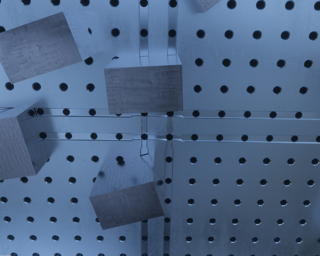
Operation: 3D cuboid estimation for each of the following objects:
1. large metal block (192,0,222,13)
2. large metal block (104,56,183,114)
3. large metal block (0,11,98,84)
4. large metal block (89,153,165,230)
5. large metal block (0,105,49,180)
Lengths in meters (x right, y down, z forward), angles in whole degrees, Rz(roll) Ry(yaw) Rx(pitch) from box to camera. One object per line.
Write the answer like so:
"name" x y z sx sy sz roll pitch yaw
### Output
"large metal block" 0.056 -0.183 0.333 0.080 0.050 0.080 -34 107 11
"large metal block" -0.016 -0.054 0.364 0.080 0.080 0.050 -3 110 1
"large metal block" -0.124 -0.093 0.349 0.080 0.080 0.050 -16 109 6
"large metal block" -0.040 0.082 0.414 0.080 0.080 0.050 -15 110 5
"large metal block" -0.204 0.020 0.406 0.080 0.050 0.080 -8 110 3
